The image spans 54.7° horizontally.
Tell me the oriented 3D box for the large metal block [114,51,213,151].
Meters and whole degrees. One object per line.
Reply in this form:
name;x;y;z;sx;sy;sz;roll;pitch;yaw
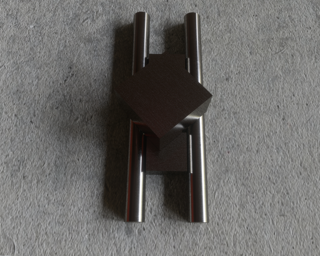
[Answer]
large metal block;0.004;-0.033;0.379;0.080;0.050;0.080;-39;75;-13

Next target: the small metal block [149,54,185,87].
small metal block;0.009;-0.076;0.436;0.050;0.025;0.050;1;70;0

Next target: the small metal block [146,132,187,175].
small metal block;0.008;0.033;0.396;0.050;0.025;0.050;1;70;0

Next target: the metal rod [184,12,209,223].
metal rod;0.047;-0.028;0.420;0.025;0.025;0.299;1;70;0

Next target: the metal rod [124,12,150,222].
metal rod;-0.029;-0.028;0.420;0.025;0.025;0.299;1;70;0
